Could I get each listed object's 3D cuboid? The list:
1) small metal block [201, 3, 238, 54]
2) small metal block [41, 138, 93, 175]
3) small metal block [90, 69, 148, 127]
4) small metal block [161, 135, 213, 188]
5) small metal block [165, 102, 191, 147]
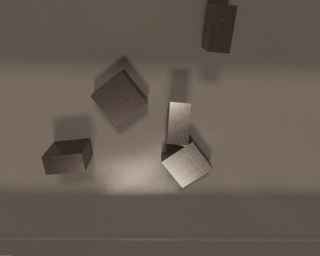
[{"bbox_3d":[0.067,-0.115,0.357,0.025,0.050,0.050,5,110,-2],"label":"small metal block"},{"bbox_3d":[-0.120,0.037,0.410,0.050,0.050,0.025,-6,110,1],"label":"small metal block"},{"bbox_3d":[-0.051,-0.039,0.396,0.050,0.025,0.050,-35,107,11],"label":"small metal block"},{"bbox_3d":[0.037,0.046,0.429,0.050,0.025,0.050,-34,107,11],"label":"small metal block"},{"bbox_3d":[0.022,-0.003,0.388,0.025,0.050,0.050,4,84,-2],"label":"small metal block"}]
